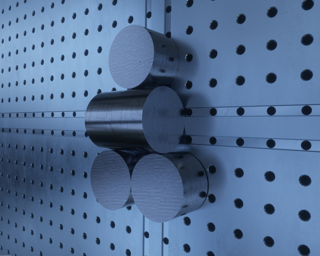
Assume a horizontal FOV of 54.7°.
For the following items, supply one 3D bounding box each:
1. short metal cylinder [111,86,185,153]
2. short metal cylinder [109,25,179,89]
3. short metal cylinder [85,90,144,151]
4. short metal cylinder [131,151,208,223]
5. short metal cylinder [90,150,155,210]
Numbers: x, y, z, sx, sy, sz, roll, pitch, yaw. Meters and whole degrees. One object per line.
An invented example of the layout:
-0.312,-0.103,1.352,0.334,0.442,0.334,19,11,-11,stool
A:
-0.013,-0.010,0.383,0.050,0.081,0.079,1,91,40,short metal cylinder
-0.022,-0.090,0.409,0.080,0.050,0.079,0,90,39,short metal cylinder
-0.052,-0.010,0.415,0.050,0.081,0.079,1,91,40,short metal cylinder
0.011,0.070,0.381,0.080,0.050,0.079,0,90,39,short metal cylinder
-0.051,0.069,0.432,0.080,0.050,0.079,0,90,39,short metal cylinder
